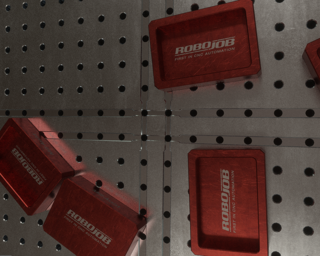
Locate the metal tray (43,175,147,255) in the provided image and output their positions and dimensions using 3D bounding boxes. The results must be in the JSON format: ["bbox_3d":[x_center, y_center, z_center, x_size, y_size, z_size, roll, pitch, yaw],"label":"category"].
[{"bbox_3d":[-0.095,0.139,0.442,0.130,0.030,0.090,29,99,17],"label":"metal tray"}]

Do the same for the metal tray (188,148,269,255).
[{"bbox_3d":[0.083,0.090,0.380,0.090,0.030,0.129,-2,89,19],"label":"metal tray"}]

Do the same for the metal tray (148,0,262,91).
[{"bbox_3d":[0.055,-0.100,0.390,0.130,0.030,0.089,-7,88,19],"label":"metal tray"}]

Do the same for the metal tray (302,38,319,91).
[{"bbox_3d":[0.235,-0.074,0.327,0.130,0.030,0.090,-24,82,18],"label":"metal tray"}]

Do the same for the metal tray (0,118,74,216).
[{"bbox_3d":[-0.206,0.058,0.480,0.130,0.030,0.090,44,103,14],"label":"metal tray"}]
